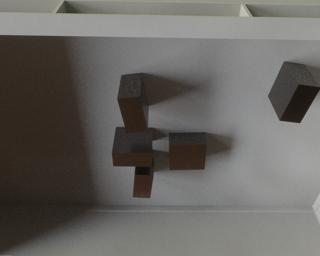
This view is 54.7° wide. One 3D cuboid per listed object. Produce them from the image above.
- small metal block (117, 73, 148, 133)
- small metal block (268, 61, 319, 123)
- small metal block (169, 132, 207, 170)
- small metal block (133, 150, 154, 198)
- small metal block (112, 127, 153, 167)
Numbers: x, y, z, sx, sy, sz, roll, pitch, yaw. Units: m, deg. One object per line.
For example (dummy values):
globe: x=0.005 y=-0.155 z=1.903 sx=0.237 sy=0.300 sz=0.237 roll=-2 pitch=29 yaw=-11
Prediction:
small metal block: x=-0.030 y=-0.030 z=0.367 sx=0.025 sy=0.050 sz=0.050 roll=-6 pitch=130 yaw=5
small metal block: x=0.153 y=-0.042 z=0.360 sx=0.025 sy=0.050 sz=0.050 roll=7 pitch=130 yaw=-6
small metal block: x=0.038 y=0.033 z=0.438 sx=0.050 sy=0.025 sz=0.050 roll=-1 pitch=130 yaw=0
small metal block: x=-0.024 y=0.066 z=0.448 sx=0.025 sy=0.050 sz=0.050 roll=5 pitch=130 yaw=-4
small metal block: x=-0.035 y=0.025 z=0.413 sx=0.050 sy=0.050 sz=0.025 roll=1 pitch=130 yaw=-1
